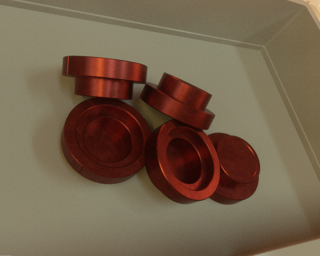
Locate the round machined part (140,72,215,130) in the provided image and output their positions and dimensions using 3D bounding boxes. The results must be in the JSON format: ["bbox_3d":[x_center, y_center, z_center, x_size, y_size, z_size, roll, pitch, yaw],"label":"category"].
[{"bbox_3d":[0.027,-0.038,0.397,0.098,0.042,0.098,25,11,-5],"label":"round machined part"}]

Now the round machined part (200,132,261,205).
[{"bbox_3d":[0.094,0.049,0.415,0.099,0.042,0.098,14,56,-21],"label":"round machined part"}]

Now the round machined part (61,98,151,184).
[{"bbox_3d":[-0.061,0.017,0.349,0.099,0.042,0.098,14,56,-21],"label":"round machined part"}]

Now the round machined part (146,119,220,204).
[{"bbox_3d":[0.022,0.041,0.366,0.099,0.042,0.098,21,55,-34],"label":"round machined part"}]

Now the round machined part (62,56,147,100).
[{"bbox_3d":[-0.066,-0.057,0.370,0.099,0.098,0.042,2,96,-27],"label":"round machined part"}]
